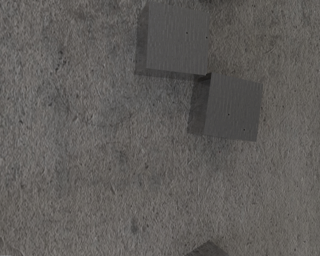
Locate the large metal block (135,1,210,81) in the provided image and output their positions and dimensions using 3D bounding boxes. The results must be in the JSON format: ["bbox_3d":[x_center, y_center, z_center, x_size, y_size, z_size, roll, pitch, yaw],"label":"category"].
[{"bbox_3d":[0.015,-0.108,0.401,0.081,0.050,0.080,3,89,-20],"label":"large metal block"}]

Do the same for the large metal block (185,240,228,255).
[{"bbox_3d":[0.060,0.215,0.418,0.081,0.050,0.080,-25,99,-18],"label":"large metal block"}]

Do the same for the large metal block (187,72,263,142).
[{"bbox_3d":[0.089,-0.026,0.428,0.081,0.050,0.080,9,87,-20],"label":"large metal block"}]

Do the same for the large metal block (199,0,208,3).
[{"bbox_3d":[0.084,-0.232,0.426,0.081,0.050,0.080,-27,99,-18],"label":"large metal block"}]
